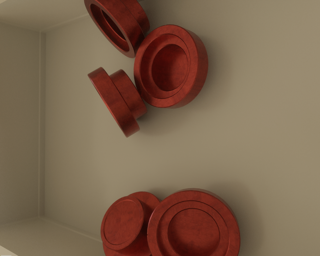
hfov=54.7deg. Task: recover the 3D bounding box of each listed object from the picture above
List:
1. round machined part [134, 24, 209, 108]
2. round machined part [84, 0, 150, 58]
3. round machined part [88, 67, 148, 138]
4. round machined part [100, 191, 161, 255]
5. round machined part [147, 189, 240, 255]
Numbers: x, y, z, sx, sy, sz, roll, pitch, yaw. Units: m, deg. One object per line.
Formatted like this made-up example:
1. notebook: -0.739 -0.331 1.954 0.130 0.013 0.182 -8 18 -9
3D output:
1. round machined part: 0.017 -0.072 0.380 0.098 0.042 0.097 0 90 39
2. round machined part: -0.051 -0.145 0.412 0.042 0.098 0.098 -44 58 -10
3. round machined part: -0.052 -0.039 0.413 0.042 0.098 0.098 -32 65 -7
4. round machined part: -0.036 0.126 0.395 0.098 0.042 0.098 -22 45 25
5. round machined part: 0.038 0.116 0.346 0.098 0.042 0.097 -1 86 12
